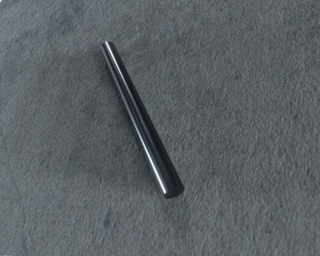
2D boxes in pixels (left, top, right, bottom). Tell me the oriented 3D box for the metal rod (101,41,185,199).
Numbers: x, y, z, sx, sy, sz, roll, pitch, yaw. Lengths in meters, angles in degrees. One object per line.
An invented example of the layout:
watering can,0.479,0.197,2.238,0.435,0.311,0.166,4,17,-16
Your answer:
metal rod,-0.037,-0.033,0.441,0.025,0.025,0.300,-32,52,7
